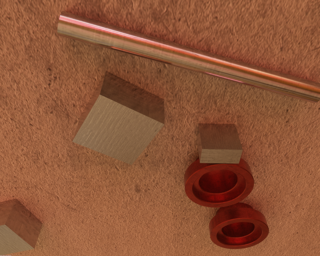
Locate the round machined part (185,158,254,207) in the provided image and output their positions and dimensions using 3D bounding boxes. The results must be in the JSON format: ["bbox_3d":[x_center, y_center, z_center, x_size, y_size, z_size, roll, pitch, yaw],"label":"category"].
[{"bbox_3d":[0.085,0.071,0.458,0.099,0.042,0.097,0,130,0],"label":"round machined part"}]

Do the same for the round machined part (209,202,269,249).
[{"bbox_3d":[0.134,0.167,0.539,0.099,0.042,0.097,0,130,0],"label":"round machined part"}]

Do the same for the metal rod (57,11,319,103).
[{"bbox_3d":[0.044,-0.074,0.344,0.302,0.025,0.025,13,129,-11],"label":"metal rod"}]

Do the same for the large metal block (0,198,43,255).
[{"bbox_3d":[-0.267,0.174,0.536,0.080,0.050,0.080,-15,129,12],"label":"large metal block"}]

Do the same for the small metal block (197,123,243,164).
[{"bbox_3d":[0.077,0.020,0.408,0.050,0.050,0.025,1,130,-1],"label":"small metal block"}]

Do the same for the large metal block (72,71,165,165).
[{"bbox_3d":[-0.050,-0.010,0.382,0.080,0.050,0.080,25,126,-20],"label":"large metal block"}]
